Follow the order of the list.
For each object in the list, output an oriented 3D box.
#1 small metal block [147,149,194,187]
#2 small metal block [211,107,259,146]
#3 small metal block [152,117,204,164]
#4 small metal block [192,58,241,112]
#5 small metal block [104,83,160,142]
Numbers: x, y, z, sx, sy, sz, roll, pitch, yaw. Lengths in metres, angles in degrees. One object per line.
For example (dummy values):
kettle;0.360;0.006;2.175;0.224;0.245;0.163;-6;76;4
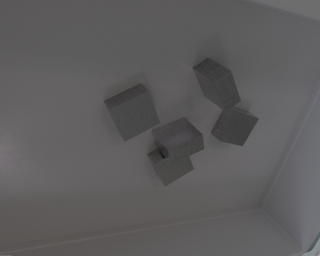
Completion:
small metal block;0.016;0.049;0.448;0.050;0.025;0.050;-30;129;-9
small metal block;0.113;-0.003;0.468;0.050;0.025;0.050;13;112;-34
small metal block;0.024;0.015;0.415;0.050;0.050;0.025;-23;127;-15
small metal block;0.073;-0.056;0.397;0.025;0.050;0.050;-35;129;-5
small metal block;-0.033;-0.019;0.379;0.050;0.025;0.050;-28;128;-11
